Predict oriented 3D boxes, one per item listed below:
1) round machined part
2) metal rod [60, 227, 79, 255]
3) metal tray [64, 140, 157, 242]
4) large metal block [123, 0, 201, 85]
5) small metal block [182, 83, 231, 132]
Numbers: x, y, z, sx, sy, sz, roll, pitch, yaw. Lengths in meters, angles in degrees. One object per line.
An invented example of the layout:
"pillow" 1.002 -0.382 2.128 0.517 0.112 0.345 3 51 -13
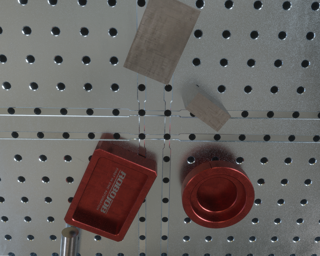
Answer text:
"round machined part" 0.079 0.089 0.438 0.099 0.042 0.097 0 110 -1
"metal rod" -0.161 0.296 0.520 0.025 0.025 0.298 9 110 -4
"metal tray" -0.070 0.093 0.443 0.090 0.030 0.129 24 108 -9
"large metal block" 0.001 -0.102 0.347 0.050 0.080 0.079 22 109 -8
"small metal block" 0.057 -0.027 0.391 0.050 0.050 0.025 35 106 -12
